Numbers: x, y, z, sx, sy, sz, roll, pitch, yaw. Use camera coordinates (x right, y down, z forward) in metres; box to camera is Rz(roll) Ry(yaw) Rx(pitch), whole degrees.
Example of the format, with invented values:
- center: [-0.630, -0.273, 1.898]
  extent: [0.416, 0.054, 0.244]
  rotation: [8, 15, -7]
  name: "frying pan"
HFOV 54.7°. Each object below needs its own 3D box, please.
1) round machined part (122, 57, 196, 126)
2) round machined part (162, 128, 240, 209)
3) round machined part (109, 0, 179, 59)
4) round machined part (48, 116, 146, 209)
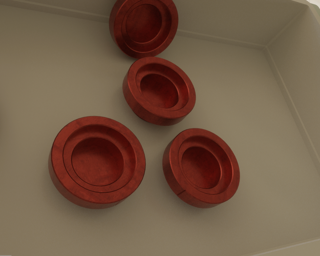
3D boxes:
- center: [-0.004, -0.045, 0.420]
  extent: [0.099, 0.042, 0.098]
  rotation: [14, 56, -21]
  name: "round machined part"
- center: [0.047, 0.053, 0.388]
  extent: [0.099, 0.042, 0.098]
  rotation: [14, 56, -21]
  name: "round machined part"
- center: [-0.026, -0.153, 0.445]
  extent: [0.099, 0.097, 0.042]
  rotation: [-4, 37, -30]
  name: "round machined part"
- center: [-0.069, 0.039, 0.334]
  extent: [0.099, 0.042, 0.098]
  rotation: [14, 56, -21]
  name: "round machined part"
